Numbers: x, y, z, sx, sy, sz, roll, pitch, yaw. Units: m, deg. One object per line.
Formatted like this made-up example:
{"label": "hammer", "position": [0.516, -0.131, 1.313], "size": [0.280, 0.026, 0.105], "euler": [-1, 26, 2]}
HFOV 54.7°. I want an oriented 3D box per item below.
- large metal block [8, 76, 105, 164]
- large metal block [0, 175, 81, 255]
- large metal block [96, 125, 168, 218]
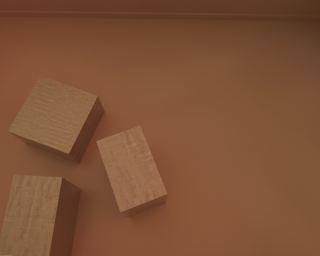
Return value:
{"label": "large metal block", "position": [-0.129, -0.010, 0.399], "size": [0.080, 0.050, 0.080], "euler": [20, 71, 7]}
{"label": "large metal block", "position": [-0.128, 0.100, 0.343], "size": [0.050, 0.080, 0.080], "euler": [3, 70, 1]}
{"label": "large metal block", "position": [-0.030, 0.054, 0.360], "size": [0.050, 0.080, 0.080], "euler": [-20, 71, -7]}
